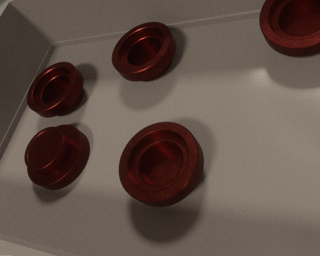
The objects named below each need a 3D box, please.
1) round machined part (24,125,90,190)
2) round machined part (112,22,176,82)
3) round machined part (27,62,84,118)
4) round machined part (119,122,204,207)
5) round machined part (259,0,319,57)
[{"bbox_3d":[-0.156,0.037,0.452,0.098,0.042,0.098,-13,56,20],"label":"round machined part"},{"bbox_3d":[-0.020,-0.110,0.472,0.098,0.042,0.098,-13,56,20],"label":"round machined part"},{"bbox_3d":[-0.168,-0.059,0.516,0.098,0.042,0.098,-13,56,20],"label":"round machined part"},{"bbox_3d":[0.005,0.045,0.364,0.098,0.042,0.098,-13,56,20],"label":"round machined part"},{"bbox_3d":[0.175,-0.130,0.374,0.098,0.042,0.098,-10,70,28],"label":"round machined part"}]
